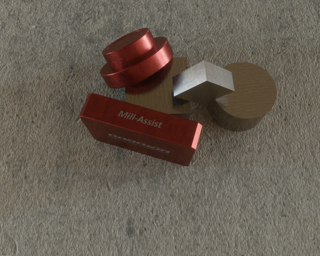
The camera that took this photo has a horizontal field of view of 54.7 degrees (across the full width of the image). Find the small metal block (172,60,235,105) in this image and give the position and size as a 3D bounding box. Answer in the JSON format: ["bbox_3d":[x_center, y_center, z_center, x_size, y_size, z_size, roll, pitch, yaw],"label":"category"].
[{"bbox_3d":[0.051,-0.052,0.367,0.050,0.050,0.025,11,67,-41],"label":"small metal block"}]

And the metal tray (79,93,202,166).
[{"bbox_3d":[-0.021,0.005,0.372,0.131,0.090,0.030,16,71,5],"label":"metal tray"}]

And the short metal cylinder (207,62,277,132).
[{"bbox_3d":[0.106,-0.040,0.412,0.081,0.050,0.080,0,70,0],"label":"short metal cylinder"}]

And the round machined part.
[{"bbox_3d":[-0.036,-0.096,0.405,0.098,0.098,0.042,-35,118,-12],"label":"round machined part"}]

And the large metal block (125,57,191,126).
[{"bbox_3d":[-0.004,-0.046,0.414,0.081,0.050,0.080,-1,70,-1],"label":"large metal block"}]
